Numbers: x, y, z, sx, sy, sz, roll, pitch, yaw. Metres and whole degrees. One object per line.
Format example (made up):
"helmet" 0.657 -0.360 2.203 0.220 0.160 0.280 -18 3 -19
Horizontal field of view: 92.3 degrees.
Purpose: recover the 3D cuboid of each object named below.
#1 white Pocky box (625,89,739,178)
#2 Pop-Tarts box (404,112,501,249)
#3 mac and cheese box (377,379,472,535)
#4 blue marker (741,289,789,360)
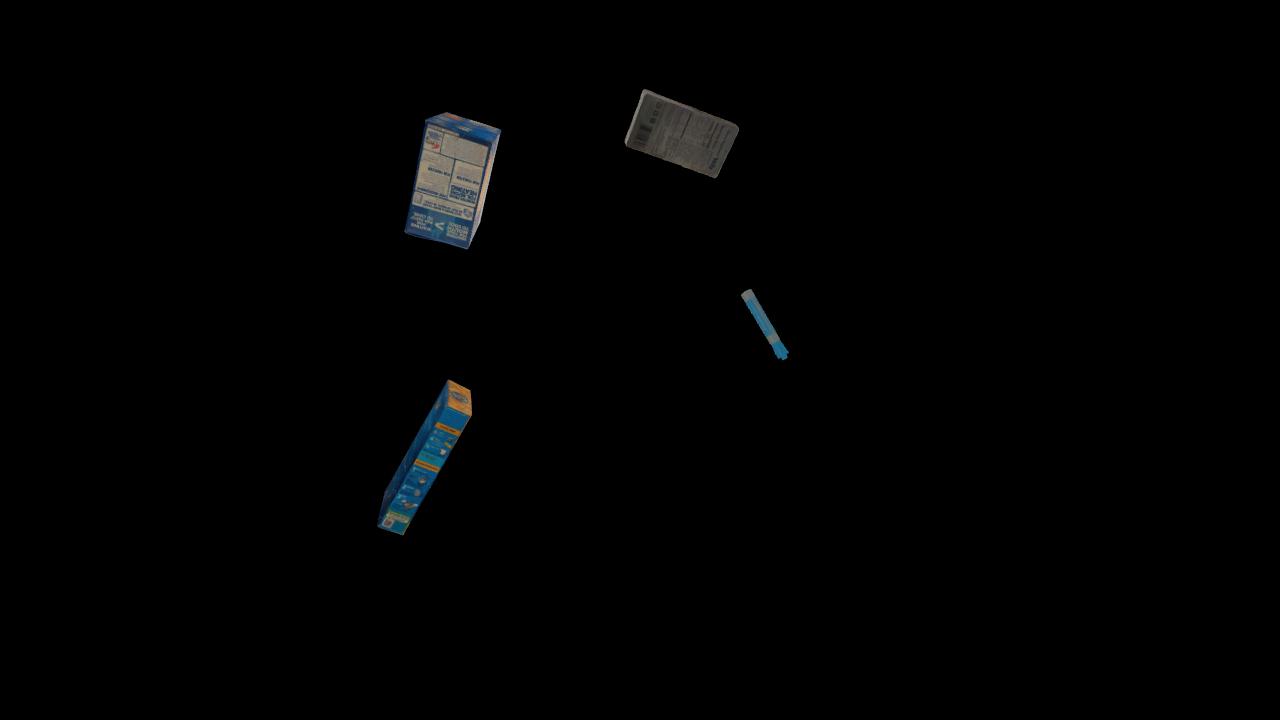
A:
"white Pocky box" 0.062 -0.336 0.919 0.154 0.084 0.028 13 36 -19
"Pop-Tarts box" -0.245 -0.243 0.820 0.083 0.141 0.167 14 22 -14
"mac and cheese box" -0.280 0.125 0.803 0.041 0.184 0.093 28 9 -22
"blue marker" 0.192 -0.054 0.942 0.020 0.121 0.020 -26 -13 -7
